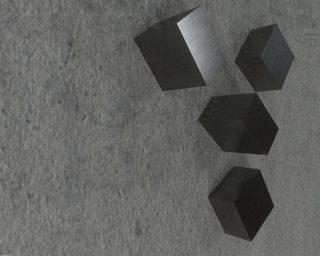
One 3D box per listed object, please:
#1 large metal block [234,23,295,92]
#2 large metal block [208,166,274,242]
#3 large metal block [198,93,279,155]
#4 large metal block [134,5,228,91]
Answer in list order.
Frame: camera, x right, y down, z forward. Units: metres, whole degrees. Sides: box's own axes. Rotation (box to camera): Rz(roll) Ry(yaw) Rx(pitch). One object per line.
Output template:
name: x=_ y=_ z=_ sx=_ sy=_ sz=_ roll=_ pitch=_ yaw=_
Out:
large metal block: x=0.187 y=-0.122 z=0.548 sx=0.080 sy=0.050 sz=0.080 roll=45 pitch=63 yaw=-31
large metal block: x=0.134 y=0.121 z=0.504 sx=0.080 sy=0.050 sz=0.080 roll=-41 pitch=115 yaw=-33
large metal block: x=0.120 y=-0.005 z=0.472 sx=0.080 sy=0.080 sz=0.050 roll=47 pitch=62 yaw=-30
large metal block: x=0.026 y=-0.097 z=0.393 sx=0.050 sy=0.080 sz=0.080 roll=-45 pitch=118 yaw=-31
